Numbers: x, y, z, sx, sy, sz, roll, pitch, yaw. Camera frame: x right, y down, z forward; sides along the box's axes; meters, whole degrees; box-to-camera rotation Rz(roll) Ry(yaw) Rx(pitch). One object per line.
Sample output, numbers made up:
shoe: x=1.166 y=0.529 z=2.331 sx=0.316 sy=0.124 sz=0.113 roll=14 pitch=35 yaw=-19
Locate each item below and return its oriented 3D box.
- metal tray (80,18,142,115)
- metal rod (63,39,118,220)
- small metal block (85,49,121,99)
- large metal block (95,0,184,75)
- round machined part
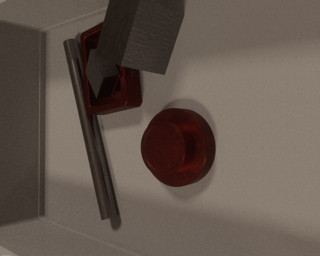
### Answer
metal tray: x=-0.075 y=-0.089 z=0.463 sx=0.090 sy=0.030 sz=0.129 roll=-9 pitch=84 yaw=39
metal rod: x=-0.114 y=-0.005 z=0.498 sx=0.025 sy=0.025 sz=0.299 roll=-25 pitch=75 yaw=37
small metal block: x=-0.083 y=-0.078 z=0.445 sx=0.050 sy=0.025 sz=0.050 roll=64 pitch=149 yaw=20
large metal block: x=-0.025 y=-0.117 z=0.389 sx=0.050 sy=0.081 sz=0.079 roll=30 pitch=108 yaw=36
round machined part: x=0.015 y=0.024 z=0.382 sx=0.098 sy=0.042 sz=0.097 roll=0 pitch=90 yaw=39
